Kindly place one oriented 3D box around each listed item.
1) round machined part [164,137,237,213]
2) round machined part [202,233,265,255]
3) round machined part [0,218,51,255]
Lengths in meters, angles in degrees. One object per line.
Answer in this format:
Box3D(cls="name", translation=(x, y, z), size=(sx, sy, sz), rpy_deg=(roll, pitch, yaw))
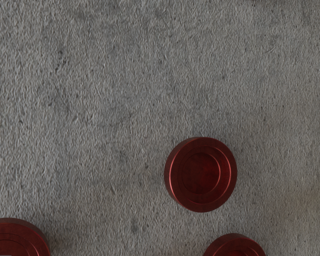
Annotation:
Box3D(cls="round machined part", translation=(0.051, 0.060, 0.419), size=(0.099, 0.042, 0.097), rpy_deg=(0, 90, -20))
Box3D(cls="round machined part", translation=(0.098, 0.197, 0.436), size=(0.099, 0.042, 0.097), rpy_deg=(0, 90, -20))
Box3D(cls="round machined part", translation=(-0.171, 0.146, 0.337), size=(0.099, 0.042, 0.097), rpy_deg=(0, 90, -20))
